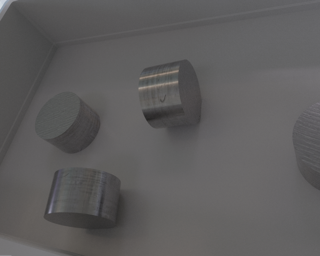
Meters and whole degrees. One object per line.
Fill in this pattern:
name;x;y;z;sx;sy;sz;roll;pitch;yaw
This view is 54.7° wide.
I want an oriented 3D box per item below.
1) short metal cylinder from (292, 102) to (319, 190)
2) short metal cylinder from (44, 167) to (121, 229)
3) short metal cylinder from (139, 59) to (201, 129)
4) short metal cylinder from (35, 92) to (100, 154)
short metal cylinder;0.169;0.018;0.289;0.080;0.050;0.080;-13;56;21
short metal cylinder;-0.089;0.085;0.365;0.080;0.080;0.050;-10;58;23
short metal cylinder;0.015;-0.041;0.388;0.050;0.080;0.080;-7;59;25
short metal cylinder;-0.139;-0.008;0.468;0.080;0.050;0.080;-13;56;21
